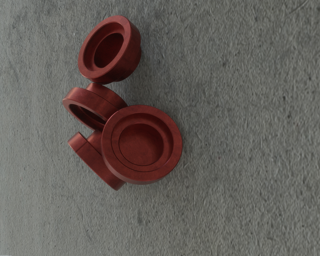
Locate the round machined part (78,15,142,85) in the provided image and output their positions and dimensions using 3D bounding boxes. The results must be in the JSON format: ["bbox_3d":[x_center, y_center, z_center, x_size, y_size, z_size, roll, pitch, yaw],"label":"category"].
[{"bbox_3d":[-0.065,-0.104,0.435,0.098,0.042,0.098,-15,61,31],"label":"round machined part"}]

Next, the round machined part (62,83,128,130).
[{"bbox_3d":[-0.084,-0.027,0.440,0.098,0.098,0.042,13,64,39],"label":"round machined part"}]

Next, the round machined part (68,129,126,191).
[{"bbox_3d":[-0.079,0.039,0.436,0.042,0.098,0.098,-45,57,-10],"label":"round machined part"}]

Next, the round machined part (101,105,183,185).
[{"bbox_3d":[-0.025,0.023,0.389,0.042,0.099,0.098,121,130,-63],"label":"round machined part"}]
